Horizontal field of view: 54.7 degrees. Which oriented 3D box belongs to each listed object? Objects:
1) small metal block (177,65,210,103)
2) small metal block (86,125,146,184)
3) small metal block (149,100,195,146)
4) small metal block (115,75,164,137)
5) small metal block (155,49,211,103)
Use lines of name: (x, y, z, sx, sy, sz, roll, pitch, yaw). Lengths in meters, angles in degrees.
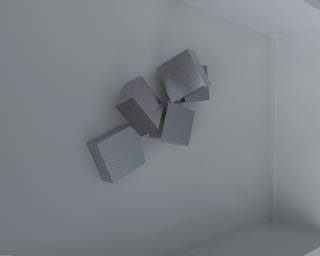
small metal block: (0.043, -0.063, 0.442, 0.050, 0.025, 0.050, -9, 96, -40)
small metal block: (-0.050, 0.029, 0.364, 0.050, 0.025, 0.050, -31, 109, -36)
small metal block: (0.017, -0.005, 0.421, 0.050, 0.025, 0.050, 19, 79, -39)
small metal block: (-0.023, -0.027, 0.373, 0.050, 0.025, 0.050, 52, 28, -27)
small metal block: (0.030, -0.067, 0.402, 0.025, 0.050, 0.050, -15, 79, -63)
